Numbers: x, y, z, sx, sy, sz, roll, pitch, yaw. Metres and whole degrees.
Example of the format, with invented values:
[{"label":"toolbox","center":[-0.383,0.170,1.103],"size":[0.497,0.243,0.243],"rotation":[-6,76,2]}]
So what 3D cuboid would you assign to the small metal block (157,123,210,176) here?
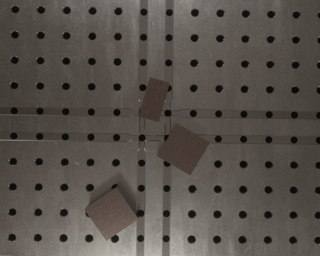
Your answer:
[{"label":"small metal block","center":[0.031,0.028,0.414],"size":[0.050,0.025,0.050],"rotation":[31,90,-1]}]

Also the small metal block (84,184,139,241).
[{"label":"small metal block","center":[-0.063,0.111,0.413],"size":[0.050,0.025,0.050],"rotation":[-35,90,0]}]

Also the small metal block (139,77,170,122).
[{"label":"small metal block","center":[-0.007,-0.035,0.401],"size":[0.025,0.050,0.050],"rotation":[16,90,0]}]
